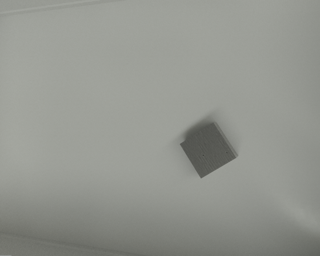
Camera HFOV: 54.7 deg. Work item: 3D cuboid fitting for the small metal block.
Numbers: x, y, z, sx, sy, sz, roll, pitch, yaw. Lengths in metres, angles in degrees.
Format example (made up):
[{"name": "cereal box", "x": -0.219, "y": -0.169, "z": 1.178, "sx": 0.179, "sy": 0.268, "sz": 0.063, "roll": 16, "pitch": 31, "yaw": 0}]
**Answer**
[{"name": "small metal block", "x": 0.062, "y": 0.028, "z": 0.388, "sx": 0.050, "sy": 0.025, "sz": 0.050, "roll": -34, "pitch": 79, "yaw": 16}]
